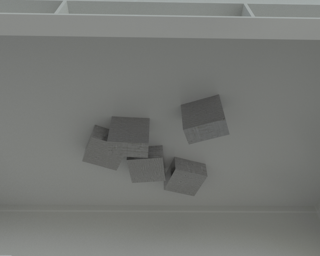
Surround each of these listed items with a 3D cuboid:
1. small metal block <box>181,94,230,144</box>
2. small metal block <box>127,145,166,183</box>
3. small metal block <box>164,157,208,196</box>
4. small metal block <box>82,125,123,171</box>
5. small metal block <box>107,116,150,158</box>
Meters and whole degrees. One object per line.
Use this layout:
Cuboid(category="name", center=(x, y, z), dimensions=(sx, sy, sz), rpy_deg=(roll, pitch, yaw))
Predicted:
Cuboid(category="small metal block", center=(0.055, -0.011, 0.383), dimensions=(0.050, 0.050, 0.025), rpy_deg=(-15, 129, 12))
Cuboid(category="small metal block", center=(-0.019, 0.053, 0.454), dimensions=(0.050, 0.025, 0.050), rpy_deg=(-4, 130, 3))
Cuboid(category="small metal block", center=(0.038, 0.075, 0.473), dimensions=(0.050, 0.025, 0.050), rpy_deg=(15, 129, -12))
Cuboid(category="small metal block", center=(-0.075, 0.028, 0.432), dimensions=(0.050, 0.025, 0.050), rpy_deg=(18, 128, -15))
Cuboid(category="small metal block", center=(-0.040, 0.011, 0.402), dimensions=(0.050, 0.050, 0.025), rpy_deg=(3, 130, -3))
